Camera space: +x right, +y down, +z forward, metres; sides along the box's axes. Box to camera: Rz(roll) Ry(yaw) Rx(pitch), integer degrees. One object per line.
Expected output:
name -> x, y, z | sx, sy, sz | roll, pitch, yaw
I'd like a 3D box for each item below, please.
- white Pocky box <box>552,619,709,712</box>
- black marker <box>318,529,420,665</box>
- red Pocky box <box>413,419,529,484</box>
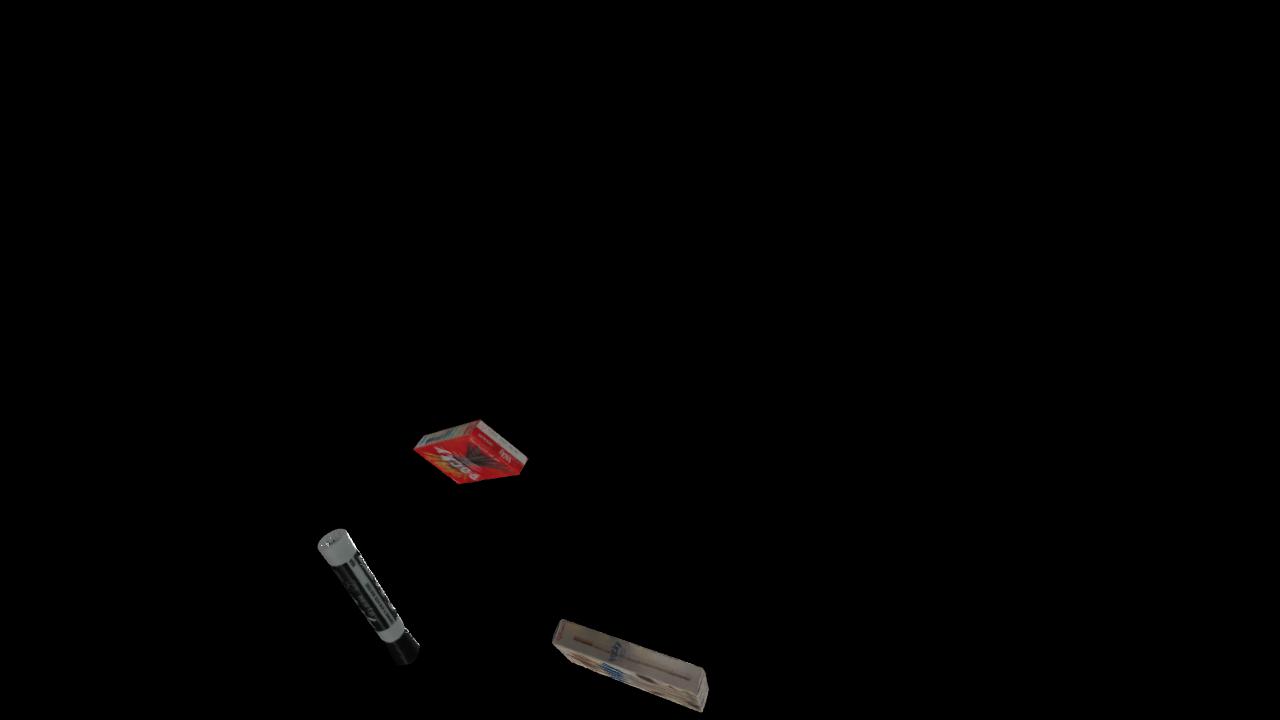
white Pocky box -> -0.008, 0.310, 0.626 | 0.154, 0.028, 0.084 | 11, -36, 19
black marker -> -0.181, 0.165, 0.419 | 0.020, 0.121, 0.020 | -13, 27, 7
red Pocky box -> -0.215, 0.119, 0.773 | 0.155, 0.028, 0.083 | -18, -53, 44
